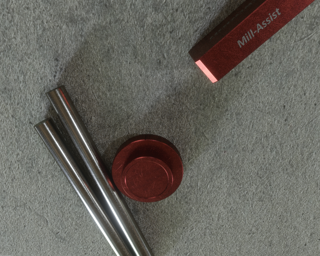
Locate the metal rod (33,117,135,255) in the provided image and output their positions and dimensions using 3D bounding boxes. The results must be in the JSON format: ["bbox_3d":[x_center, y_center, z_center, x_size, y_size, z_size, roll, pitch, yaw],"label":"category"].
[{"bbox_3d":[-0.091,0.119,0.452,0.025,0.025,0.299,-23,109,8],"label":"metal rod"}]

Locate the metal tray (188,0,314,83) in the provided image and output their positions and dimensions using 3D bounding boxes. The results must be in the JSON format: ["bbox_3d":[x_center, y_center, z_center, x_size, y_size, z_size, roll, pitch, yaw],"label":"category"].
[{"bbox_3d":[0.093,-0.110,0.335,0.130,0.090,0.030,-40,105,13],"label":"metal tray"}]

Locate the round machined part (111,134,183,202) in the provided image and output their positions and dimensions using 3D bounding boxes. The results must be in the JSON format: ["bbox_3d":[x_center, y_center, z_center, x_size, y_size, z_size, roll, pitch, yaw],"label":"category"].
[{"bbox_3d":[-0.017,0.061,0.423,0.099,0.042,0.097,0,110,0],"label":"round machined part"}]

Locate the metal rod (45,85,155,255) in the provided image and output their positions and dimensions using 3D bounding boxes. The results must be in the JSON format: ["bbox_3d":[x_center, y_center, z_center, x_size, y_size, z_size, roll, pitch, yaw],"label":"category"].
[{"bbox_3d":[-0.076,0.080,0.438,0.025,0.025,0.299,-21,109,7],"label":"metal rod"}]
